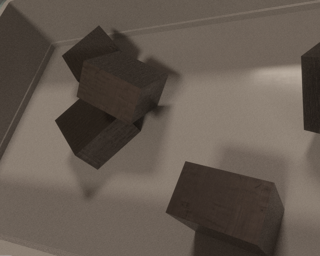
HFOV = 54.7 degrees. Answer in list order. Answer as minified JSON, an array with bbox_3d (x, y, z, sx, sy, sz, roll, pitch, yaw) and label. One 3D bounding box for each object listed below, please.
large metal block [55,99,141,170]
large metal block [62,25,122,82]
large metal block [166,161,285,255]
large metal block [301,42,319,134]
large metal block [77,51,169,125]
[{"bbox_3d":[-0.088,-0.003,0.436,0.080,0.050,0.080,-42,51,-1],"label":"large metal block"},{"bbox_3d":[-0.102,-0.109,0.508,0.080,0.050,0.080,-39,51,1],"label":"large metal block"},{"bbox_3d":[0.064,0.077,0.289,0.080,0.080,0.050,11,67,32],"label":"large metal block"},{"bbox_3d":[0.180,-0.034,0.279,0.050,0.080,0.080,-35,34,-28],"label":"large metal block"},{"bbox_3d":[-0.047,-0.056,0.405,0.080,0.080,0.050,28,120,13],"label":"large metal block"}]
